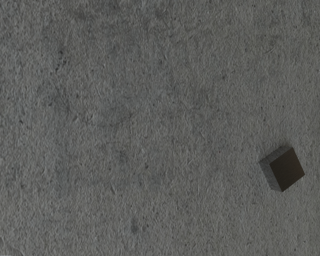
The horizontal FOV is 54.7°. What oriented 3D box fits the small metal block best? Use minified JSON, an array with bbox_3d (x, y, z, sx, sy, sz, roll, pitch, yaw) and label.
[{"bbox_3d":[0.188,0.063,0.478,0.050,0.025,0.050,-31,100,-18],"label":"small metal block"}]
